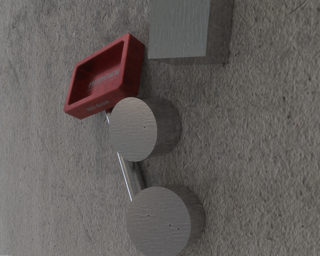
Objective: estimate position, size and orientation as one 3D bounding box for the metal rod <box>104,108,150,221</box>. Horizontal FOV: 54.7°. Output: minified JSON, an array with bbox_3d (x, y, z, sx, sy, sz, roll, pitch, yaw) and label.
[{"bbox_3d":[-0.030,0.092,0.429,0.025,0.025,0.299,-30,72,36],"label":"metal rod"}]

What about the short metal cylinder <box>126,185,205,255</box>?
[{"bbox_3d":[0.008,0.109,0.370,0.080,0.050,0.080,-3,82,25],"label":"short metal cylinder"}]

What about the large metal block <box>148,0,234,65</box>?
[{"bbox_3d":[0.035,-0.118,0.360,0.080,0.050,0.079,8,95,39],"label":"large metal block"}]

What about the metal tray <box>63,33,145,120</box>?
[{"bbox_3d":[-0.083,-0.071,0.449,0.130,0.030,0.090,-16,57,38],"label":"metal tray"}]

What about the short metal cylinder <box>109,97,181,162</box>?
[{"bbox_3d":[-0.020,0.000,0.401,0.080,0.050,0.079,4,97,37],"label":"short metal cylinder"}]
